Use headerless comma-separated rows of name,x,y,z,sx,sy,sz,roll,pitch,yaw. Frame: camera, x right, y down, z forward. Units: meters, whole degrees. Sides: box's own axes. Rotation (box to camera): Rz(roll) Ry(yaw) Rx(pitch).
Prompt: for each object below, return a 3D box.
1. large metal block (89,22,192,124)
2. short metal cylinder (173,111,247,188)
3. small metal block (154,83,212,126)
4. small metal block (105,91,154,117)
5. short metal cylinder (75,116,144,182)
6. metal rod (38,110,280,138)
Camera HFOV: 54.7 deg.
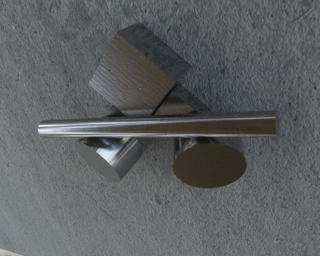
large metal block,-0.024,-0.062,0.364,0.080,0.050,0.080,41,129,0
short metal cylinder,0.056,0.027,0.361,0.080,0.050,0.080,1,135,2
small metal block,0.026,-0.018,0.383,0.050,0.025,0.050,40,129,1
small metal block,-0.038,-0.020,0.416,0.050,0.025,0.050,40,128,1
short metal cylinder,-0.070,0.030,0.429,0.080,0.050,0.080,31,153,19
metal rod,-0.025,-0.001,0.354,0.300,0.025,0.025,-1,118,28
